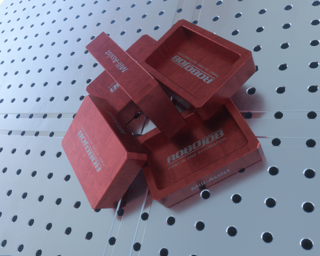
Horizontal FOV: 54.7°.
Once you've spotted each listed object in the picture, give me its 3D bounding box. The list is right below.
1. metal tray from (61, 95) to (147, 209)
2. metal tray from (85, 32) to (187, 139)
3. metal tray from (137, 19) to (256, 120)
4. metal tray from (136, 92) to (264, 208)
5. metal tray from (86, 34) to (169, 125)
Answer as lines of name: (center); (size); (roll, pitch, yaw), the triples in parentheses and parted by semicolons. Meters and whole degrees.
metal tray: (-0.078, 0.028, 0.403); (0.090, 0.030, 0.130); (-57, 48, 20)
metal tray: (-0.030, -0.052, 0.373); (0.030, 0.090, 0.130); (-42, 51, 0)
metal tray: (0.041, -0.079, 0.392); (0.090, 0.030, 0.130); (-45, 51, -4)
metal tray: (0.041, 0.024, 0.366); (0.130, 0.030, 0.090); (-29, 52, 9)
metal tray: (-0.040, -0.074, 0.469); (0.130, 0.030, 0.090); (-43, 51, -2)
